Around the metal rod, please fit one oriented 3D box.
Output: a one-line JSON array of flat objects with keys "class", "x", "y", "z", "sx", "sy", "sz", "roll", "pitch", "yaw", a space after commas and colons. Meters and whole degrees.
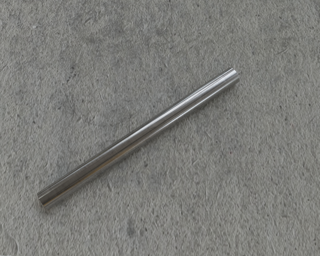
[{"class": "metal rod", "x": -0.019, "y": 0.007, "z": 0.407, "sx": 0.301, "sy": 0.025, "sz": 0.025, "roll": -34, "pitch": 74, "yaw": -12}]
